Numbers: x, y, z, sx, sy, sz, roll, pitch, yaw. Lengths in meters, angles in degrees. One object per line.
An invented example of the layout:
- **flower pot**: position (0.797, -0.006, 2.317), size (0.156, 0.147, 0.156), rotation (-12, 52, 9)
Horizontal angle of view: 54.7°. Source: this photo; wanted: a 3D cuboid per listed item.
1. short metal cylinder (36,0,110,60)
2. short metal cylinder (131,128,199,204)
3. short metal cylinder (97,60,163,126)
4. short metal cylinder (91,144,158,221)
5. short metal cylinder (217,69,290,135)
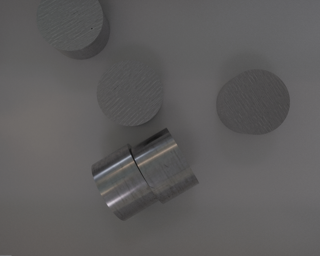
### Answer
- **short metal cylinder**: position (-0.109, -0.133, 0.398), size (0.081, 0.050, 0.080), rotation (0, 90, 0)
- **short metal cylinder**: position (0.006, 0.046, 0.384), size (0.050, 0.080, 0.080), rotation (-30, 90, 0)
- **short metal cylinder**: position (-0.036, -0.042, 0.398), size (0.081, 0.050, 0.080), rotation (0, 90, 0)
- **short metal cylinder**: position (-0.041, 0.066, 0.383), size (0.050, 0.080, 0.080), rotation (-31, 90, 0)
- **short metal cylinder**: position (0.117, -0.032, 0.400), size (0.081, 0.050, 0.080), rotation (0, 90, 0)
